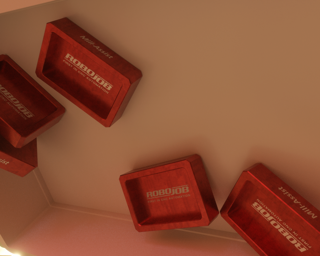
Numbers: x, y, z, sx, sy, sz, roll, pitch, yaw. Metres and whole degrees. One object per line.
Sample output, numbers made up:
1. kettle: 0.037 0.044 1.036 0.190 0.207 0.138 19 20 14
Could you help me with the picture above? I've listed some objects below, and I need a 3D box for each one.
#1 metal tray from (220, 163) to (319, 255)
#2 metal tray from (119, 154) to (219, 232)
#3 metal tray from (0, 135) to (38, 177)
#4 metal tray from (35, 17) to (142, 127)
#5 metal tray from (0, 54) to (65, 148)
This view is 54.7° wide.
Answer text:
1. metal tray: 0.141 0.116 0.369 0.130 0.030 0.089 43 134 31
2. metal tray: 0.009 0.095 0.441 0.130 0.030 0.090 -19 89 35
3. metal tray: -0.248 0.010 0.466 0.030 0.090 0.130 -36 136 13
4. metal tray: -0.098 -0.072 0.412 0.130 0.030 0.089 36 129 4
5. metal tray: -0.219 -0.043 0.455 0.130 0.090 0.030 43 129 -2
